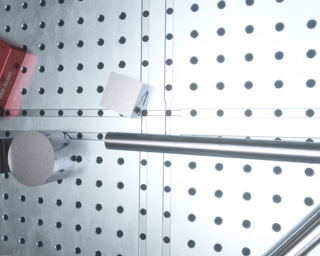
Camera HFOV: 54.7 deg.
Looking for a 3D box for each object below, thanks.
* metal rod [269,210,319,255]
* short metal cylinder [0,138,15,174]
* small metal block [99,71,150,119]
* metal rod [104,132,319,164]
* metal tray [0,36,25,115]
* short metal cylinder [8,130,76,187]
[{"bbox_3d":[0.180,0.112,0.349,0.025,0.025,0.299,44,103,14],"label":"metal rod"},{"bbox_3d":[-0.254,0.043,0.471,0.080,0.080,0.050,-6,88,19],"label":"short metal cylinder"},{"bbox_3d":[-0.049,-0.046,0.429,0.050,0.025,0.050,23,97,18],"label":"small metal block"},{"bbox_3d":[0.070,0.024,0.387,0.301,0.025,0.025,2,91,19],"label":"metal rod"},{"bbox_3d":[-0.286,-0.089,0.508,0.090,0.030,0.129,29,99,17],"label":"metal tray"},{"bbox_3d":[-0.173,0.043,0.458,0.080,0.050,0.079,0,90,18],"label":"short metal cylinder"}]
